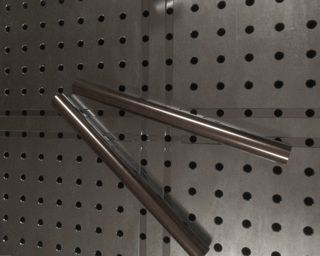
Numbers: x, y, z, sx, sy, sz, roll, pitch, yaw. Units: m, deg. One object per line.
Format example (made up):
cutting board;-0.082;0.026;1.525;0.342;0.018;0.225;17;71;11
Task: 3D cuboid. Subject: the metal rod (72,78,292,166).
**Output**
metal rod;0.014;-0.015;0.406;0.301;0.025;0.025;19;96;18

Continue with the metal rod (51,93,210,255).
metal rod;-0.049;0.060;0.428;0.300;0.025;0.025;45;104;14
